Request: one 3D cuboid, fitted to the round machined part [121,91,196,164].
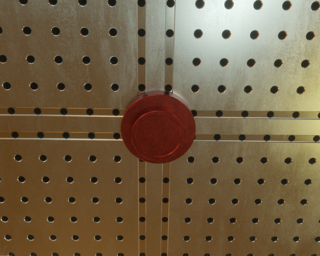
[{"bbox_3d":[-0.002,0.004,0.405,0.099,0.042,0.097,0,110,-1],"label":"round machined part"}]
